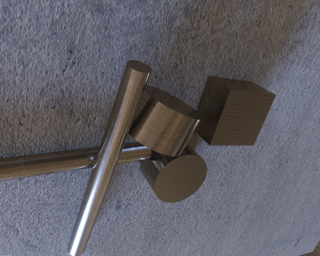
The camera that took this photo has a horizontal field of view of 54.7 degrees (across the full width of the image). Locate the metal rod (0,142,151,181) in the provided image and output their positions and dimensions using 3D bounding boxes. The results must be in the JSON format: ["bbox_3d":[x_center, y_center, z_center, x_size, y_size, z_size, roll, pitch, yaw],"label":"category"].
[{"bbox_3d":[-0.152,0.043,0.350,0.303,0.025,0.025,-6,121,-26],"label":"metal rod"}]

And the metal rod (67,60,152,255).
[{"bbox_3d":[-0.070,0.058,0.372,0.025,0.025,0.298,3,127,-30],"label":"metal rod"}]

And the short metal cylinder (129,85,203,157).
[{"bbox_3d":[0.003,-0.010,0.367,0.081,0.080,0.050,18,109,-35],"label":"short metal cylinder"}]

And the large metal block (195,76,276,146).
[{"bbox_3d":[0.100,-0.023,0.432,0.081,0.050,0.079,2,118,-29],"label":"large metal block"}]

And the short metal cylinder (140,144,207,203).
[{"bbox_3d":[0.019,0.058,0.436,0.081,0.050,0.079,-14,124,-21],"label":"short metal cylinder"}]
